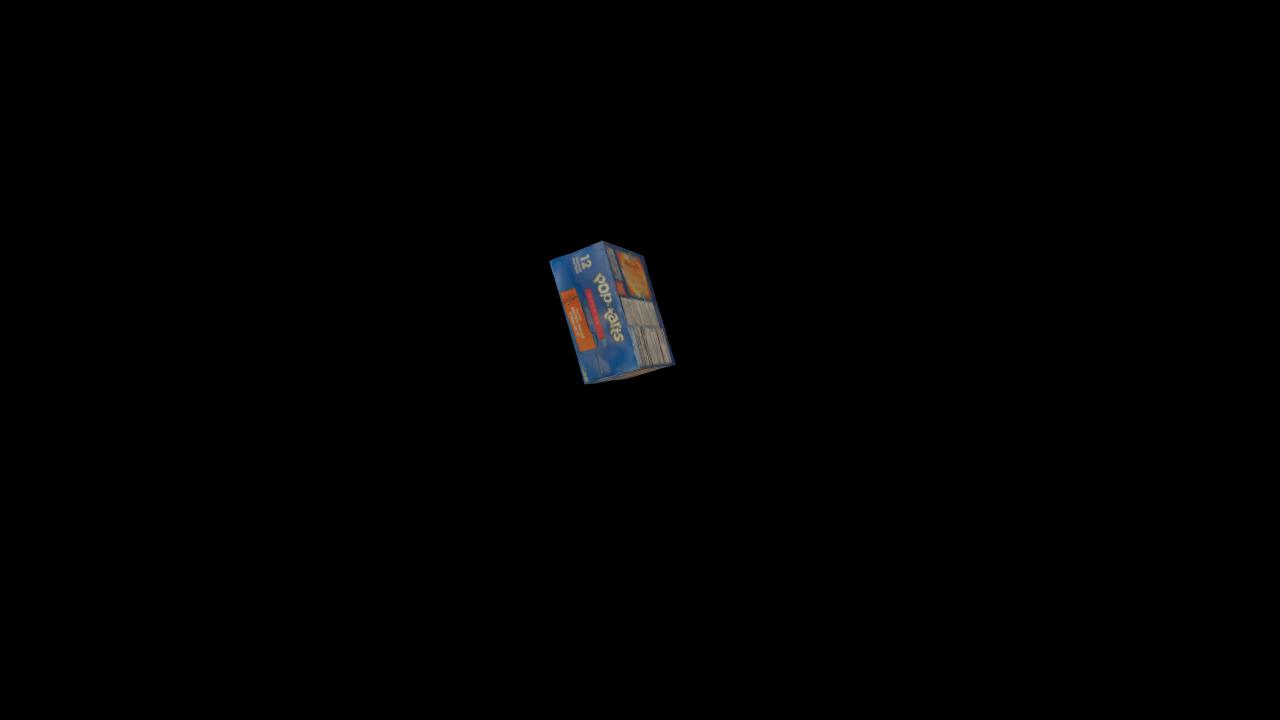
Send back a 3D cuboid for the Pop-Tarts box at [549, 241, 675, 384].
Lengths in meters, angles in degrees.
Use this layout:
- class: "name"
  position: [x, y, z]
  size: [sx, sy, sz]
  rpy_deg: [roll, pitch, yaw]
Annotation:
- class: "Pop-Tarts box"
  position: [-0.033, -0.059, 0.823]
  size: [0.083, 0.167, 0.141]
  rpy_deg: [-19, -5, 21]
